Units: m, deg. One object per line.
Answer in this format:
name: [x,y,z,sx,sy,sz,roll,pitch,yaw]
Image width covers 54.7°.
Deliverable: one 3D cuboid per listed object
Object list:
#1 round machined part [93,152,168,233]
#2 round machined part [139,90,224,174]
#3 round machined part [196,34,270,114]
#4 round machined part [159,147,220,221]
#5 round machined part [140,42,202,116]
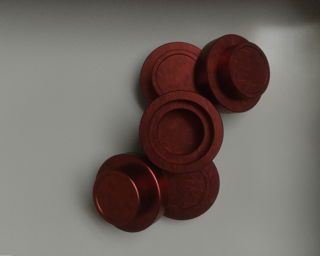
round machined part: [-0.043,0.081,0.380,0.098,0.042,0.097,2,95,29]
round machined part: [0.025,0.005,0.380,0.099,0.042,0.097,0,90,-1]
round machined part: [0.096,-0.068,0.381,0.099,0.042,0.097,2,87,-31]
round machined part: [0.029,0.072,0.402,0.099,0.042,0.097,0,90,-1]
round machined part: [0.023,-0.063,0.401,0.099,0.042,0.097,0,90,-1]
